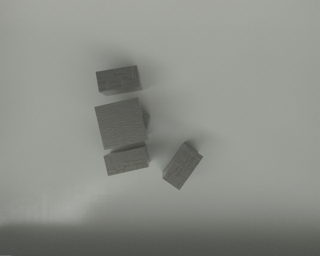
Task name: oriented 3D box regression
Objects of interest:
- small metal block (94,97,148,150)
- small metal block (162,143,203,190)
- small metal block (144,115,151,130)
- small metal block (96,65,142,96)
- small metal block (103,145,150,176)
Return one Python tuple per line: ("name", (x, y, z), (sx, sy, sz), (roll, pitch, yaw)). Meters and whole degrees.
("small metal block", (-0.044, -0.005, 0.361), (0.050, 0.025, 0.050), (-13, 90, 0))
("small metal block", (0.028, 0.048, 0.399), (0.025, 0.050, 0.050), (35, 90, 0))
("small metal block", (-0.040, -0.008, 0.398), (0.050, 0.050, 0.025), (13, 90, 0))
("small metal block", (-0.051, -0.060, 0.398), (0.050, 0.050, 0.025), (-9, 90, 0))
("small metal block", (-0.041, 0.040, 0.398), (0.050, 0.050, 0.025), (-13, 90, 0))
